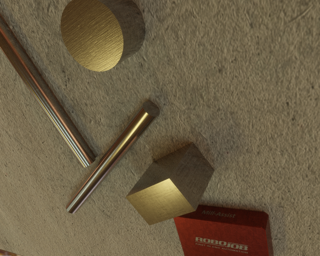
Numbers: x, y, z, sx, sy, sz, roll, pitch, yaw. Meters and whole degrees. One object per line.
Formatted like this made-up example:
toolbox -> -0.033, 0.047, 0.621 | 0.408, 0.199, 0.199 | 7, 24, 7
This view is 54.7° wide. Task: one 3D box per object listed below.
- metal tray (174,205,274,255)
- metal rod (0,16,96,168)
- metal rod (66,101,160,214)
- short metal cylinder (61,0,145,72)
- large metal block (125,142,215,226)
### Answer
metal tray -> 0.093, 0.160, 0.453 | 0.130, 0.030, 0.089 | -1, 118, 28
metal rod -> -0.187, -0.068, 0.460 | 0.025, 0.025, 0.299 | -19, 109, 35
metal rod -> -0.088, 0.062, 0.489 | 0.025, 0.025, 0.298 | 41, 129, -1
short metal cylinder -> -0.064, -0.111, 0.354 | 0.080, 0.050, 0.079 | 13, 124, 20
large metal block -> 0.015, 0.073, 0.407 | 0.080, 0.080, 0.050 | -31, 102, 37
